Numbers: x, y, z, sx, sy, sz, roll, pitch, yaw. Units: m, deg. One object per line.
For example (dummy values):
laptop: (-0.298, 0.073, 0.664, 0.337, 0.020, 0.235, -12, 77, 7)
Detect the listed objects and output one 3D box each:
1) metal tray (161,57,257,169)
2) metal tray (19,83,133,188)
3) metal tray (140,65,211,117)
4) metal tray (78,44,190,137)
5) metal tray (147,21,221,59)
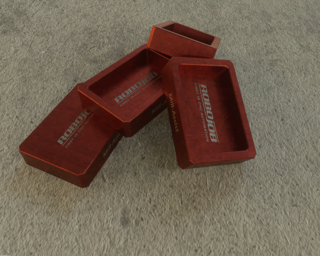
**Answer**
metal tray: (0.057, -0.020, 0.375, 0.091, 0.030, 0.129, -3, 72, -24)
metal tray: (-0.099, 0.003, 0.397, 0.090, 0.030, 0.130, 19, 52, 15)
metal tray: (0.033, -0.070, 0.460, 0.130, 0.030, 0.090, 21, 53, 16)
metal tray: (-0.028, -0.055, 0.408, 0.090, 0.030, 0.131, 34, 57, 25)
metal tray: (0.041, -0.129, 0.466, 0.090, 0.030, 0.130, 21, 25, 4)
